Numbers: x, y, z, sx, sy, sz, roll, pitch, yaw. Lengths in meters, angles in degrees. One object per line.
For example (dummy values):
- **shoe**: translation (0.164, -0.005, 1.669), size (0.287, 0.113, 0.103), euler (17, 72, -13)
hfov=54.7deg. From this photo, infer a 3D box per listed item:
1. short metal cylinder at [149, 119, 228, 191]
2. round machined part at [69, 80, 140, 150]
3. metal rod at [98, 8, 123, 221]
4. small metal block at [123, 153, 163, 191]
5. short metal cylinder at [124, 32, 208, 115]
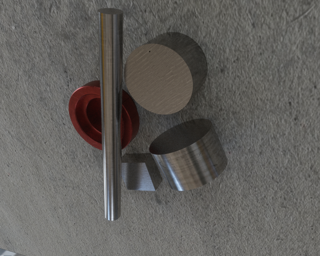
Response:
- **short metal cylinder**: translation (0.034, 0.030, 0.372), size (0.080, 0.080, 0.050), euler (-14, 111, 34)
- **round machined part**: translation (-0.071, -0.019, 0.421), size (0.098, 0.042, 0.097), euler (13, 124, 21)
- **metal rod**: translation (-0.060, 0.008, 0.389), size (0.025, 0.025, 0.298), euler (18, 126, 18)
- **small metal block**: translation (-0.030, 0.066, 0.463), size (0.050, 0.025, 0.050), euler (-4, 117, 30)
- **short metal cylinder**: translation (0.007, -0.062, 0.349), size (0.080, 0.050, 0.079), euler (13, 124, 21)
